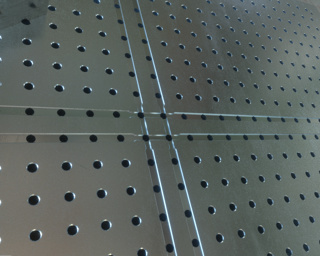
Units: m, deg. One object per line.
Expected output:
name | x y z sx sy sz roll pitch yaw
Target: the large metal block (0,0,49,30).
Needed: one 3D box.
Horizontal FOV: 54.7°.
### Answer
large metal block | -0.201 -0.180 0.394 0.080 0.050 0.080 45 51 3
